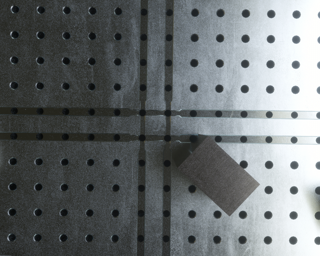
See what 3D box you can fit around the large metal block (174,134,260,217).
[{"bbox_3d":[0.066,0.054,0.387,0.080,0.080,0.050,43,90,-1],"label":"large metal block"}]
